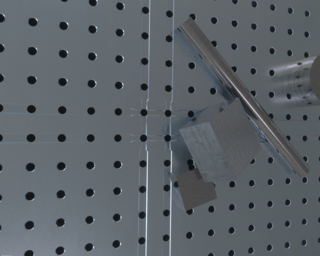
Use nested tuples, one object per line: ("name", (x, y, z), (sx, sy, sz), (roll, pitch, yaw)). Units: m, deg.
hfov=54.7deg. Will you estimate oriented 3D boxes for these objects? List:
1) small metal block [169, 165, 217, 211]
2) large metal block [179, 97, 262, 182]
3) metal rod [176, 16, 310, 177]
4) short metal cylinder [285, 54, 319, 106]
("small metal block", (0.046, 0.080, 0.430), (0.050, 0.025, 0.050), (-17, 96, -19))
("large metal block", (0.083, 0.015, 0.414), (0.081, 0.050, 0.080), (-35, 103, -43))
("metal rod", (0.131, -0.037, 0.460), (0.025, 0.025, 0.300), (-46, 105, -14))
("short metal cylinder", (0.249, -0.075, 0.491), (0.081, 0.050, 0.079), (0, 90, -20))
